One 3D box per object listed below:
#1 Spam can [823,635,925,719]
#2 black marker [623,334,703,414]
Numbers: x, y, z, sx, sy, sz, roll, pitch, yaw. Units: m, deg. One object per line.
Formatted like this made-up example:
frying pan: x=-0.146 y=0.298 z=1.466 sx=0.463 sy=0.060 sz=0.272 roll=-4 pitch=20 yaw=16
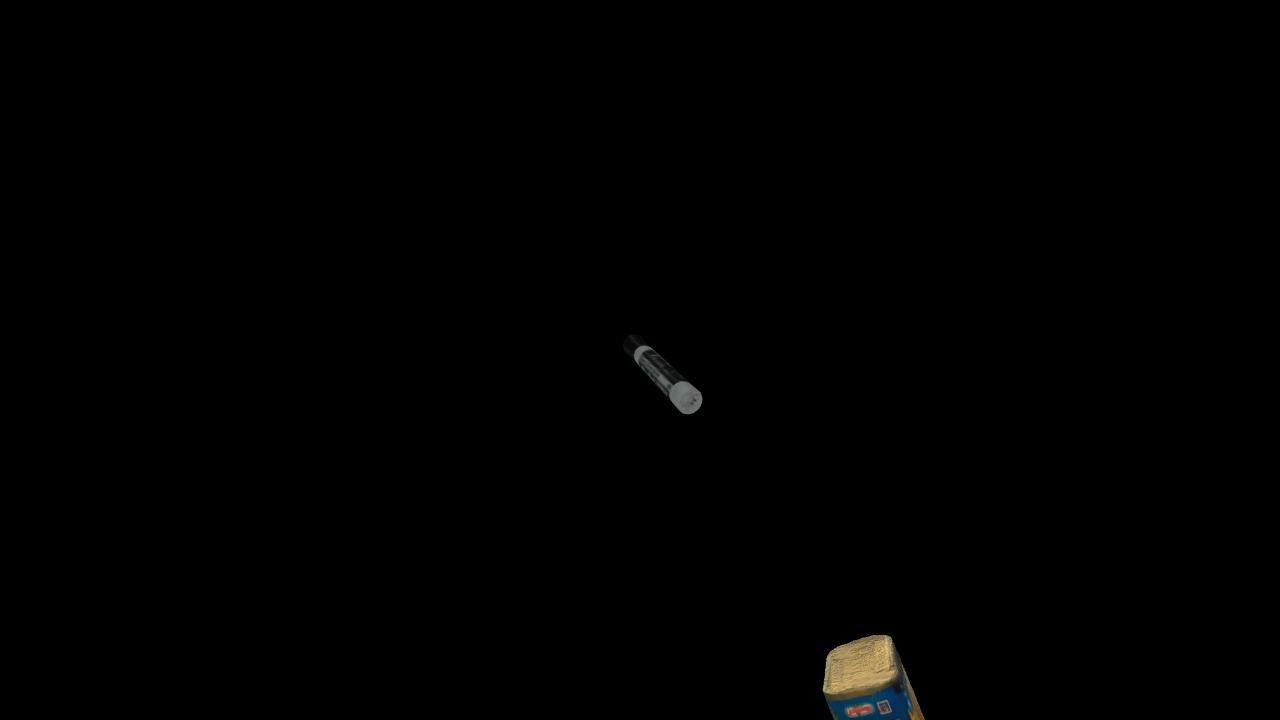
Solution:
Spam can: x=0.171 y=0.254 z=0.433 sx=0.058 sy=0.085 sz=0.101 roll=-23 pitch=-12 yaw=15
black marker: x=0.013 y=0.007 z=0.464 sx=0.020 sy=0.020 sz=0.121 roll=0 pitch=21 yaw=-22
